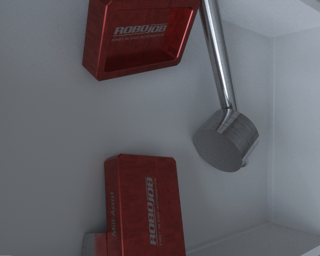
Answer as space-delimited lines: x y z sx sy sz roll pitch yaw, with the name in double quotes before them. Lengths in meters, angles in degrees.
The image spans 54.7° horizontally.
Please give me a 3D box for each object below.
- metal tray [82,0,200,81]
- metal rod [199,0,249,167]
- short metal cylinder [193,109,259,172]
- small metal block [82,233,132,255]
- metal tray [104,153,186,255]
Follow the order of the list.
"metal tray" -0.020 -0.109 0.355 0.131 0.030 0.089 -20 143 -38
"metal rod" 0.094 -0.057 0.444 0.025 0.025 0.299 -45 131 -31
"short metal cylinder" 0.096 0.018 0.454 0.050 0.080 0.080 -44 117 -31
"small metal block" -0.059 0.146 0.350 0.050 0.025 0.050 15 64 -39
"metal tray" -0.017 0.099 0.368 0.091 0.030 0.129 9 68 -40
